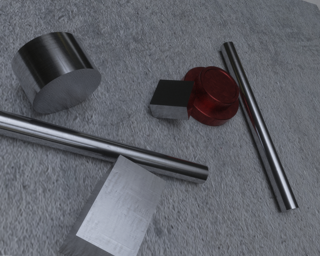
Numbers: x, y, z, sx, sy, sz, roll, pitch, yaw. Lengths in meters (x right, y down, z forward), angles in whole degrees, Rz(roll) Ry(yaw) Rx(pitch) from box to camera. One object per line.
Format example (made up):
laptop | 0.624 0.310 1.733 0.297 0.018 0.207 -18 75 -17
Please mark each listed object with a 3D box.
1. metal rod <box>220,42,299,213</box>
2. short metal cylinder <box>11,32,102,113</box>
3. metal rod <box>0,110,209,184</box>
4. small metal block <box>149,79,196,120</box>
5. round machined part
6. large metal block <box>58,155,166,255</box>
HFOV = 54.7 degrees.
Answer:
metal rod | 0.152 -0.016 0.498 0.025 0.025 0.299 1 61 -28
short metal cylinder | -0.113 -0.060 0.345 0.081 0.080 0.050 -24 75 -37
metal rod | -0.081 0.019 0.349 0.302 0.025 0.025 17 55 -19
small metal block | 0.019 -0.039 0.424 0.050 0.025 0.050 6 51 18
round machined part | 0.081 -0.055 0.472 0.099 0.042 0.098 14 56 -21
large metal block | -0.046 0.084 0.293 0.050 0.080 0.080 32 51 -8
